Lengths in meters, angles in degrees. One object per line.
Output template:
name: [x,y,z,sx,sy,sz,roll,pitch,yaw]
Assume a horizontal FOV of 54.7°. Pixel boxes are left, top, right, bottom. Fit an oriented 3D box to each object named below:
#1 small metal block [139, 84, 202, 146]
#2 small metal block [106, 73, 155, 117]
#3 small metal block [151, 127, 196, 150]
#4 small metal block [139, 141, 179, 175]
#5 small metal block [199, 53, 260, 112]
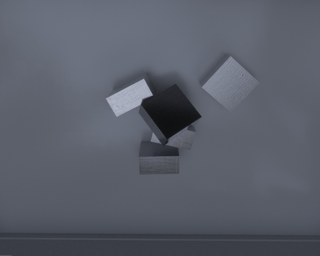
small metal block: [0.011,-0.016,0.362,0.050,0.025,0.050,-33,79,-19]
small metal block: [-0.034,-0.042,0.381,0.050,0.050,0.025,-26,106,9]
small metal block: [0.016,0.002,0.398,0.050,0.050,0.025,13,110,-5]
small metal block: [-0.001,0.038,0.412,0.050,0.050,0.025,-1,110,0]
small metal block: [0.087,-0.057,0.391,0.050,0.025,0.050,39,105,-13]
